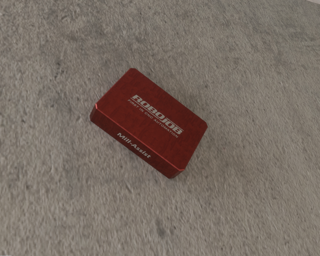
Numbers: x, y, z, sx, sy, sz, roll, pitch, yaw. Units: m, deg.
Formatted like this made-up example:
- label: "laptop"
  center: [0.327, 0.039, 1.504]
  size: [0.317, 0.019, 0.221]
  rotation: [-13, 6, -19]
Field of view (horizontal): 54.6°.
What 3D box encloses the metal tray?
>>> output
- label: "metal tray"
  center: [-0.011, -0.008, 0.399]
  size: [0.130, 0.030, 0.090]
  rotation: [37, 51, -3]
